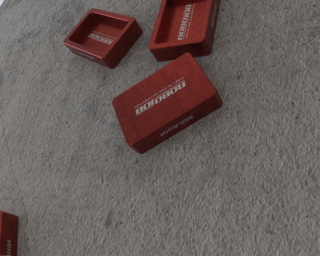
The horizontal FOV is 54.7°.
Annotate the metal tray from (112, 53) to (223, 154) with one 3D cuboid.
[{"bbox_3d":[0.006,-0.035,0.419,0.130,0.030,0.090,-31,52,8],"label":"metal tray"}]

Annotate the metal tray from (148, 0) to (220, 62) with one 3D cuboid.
[{"bbox_3d":[0.040,-0.168,0.482,0.090,0.030,0.130,-1,61,27],"label":"metal tray"}]

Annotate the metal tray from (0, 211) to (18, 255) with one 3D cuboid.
[{"bbox_3d":[-0.236,0.187,0.409,0.090,0.030,0.130,-26,53,12],"label":"metal tray"}]

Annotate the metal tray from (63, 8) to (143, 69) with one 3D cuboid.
[{"bbox_3d":[-0.105,-0.164,0.556,0.130,0.030,0.090,28,77,37],"label":"metal tray"}]
